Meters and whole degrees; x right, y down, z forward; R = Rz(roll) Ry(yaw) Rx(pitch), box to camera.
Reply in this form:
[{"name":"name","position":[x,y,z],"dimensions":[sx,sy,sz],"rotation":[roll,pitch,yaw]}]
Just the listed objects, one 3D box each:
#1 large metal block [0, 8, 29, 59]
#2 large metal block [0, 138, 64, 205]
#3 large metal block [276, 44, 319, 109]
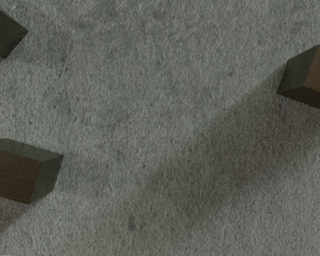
[{"name":"large metal block","position":[-0.225,-0.137,0.379],"dimensions":[0.080,0.080,0.050],"rotation":[40,90,-1]},{"name":"large metal block","position":[-0.176,0.049,0.380],"dimensions":[0.080,0.080,0.050],"rotation":[17,90,-1]},{"name":"large metal block","position":[0.206,-0.057,0.385],"dimensions":[0.080,0.080,0.050],"rotation":[20,90,-1]}]
